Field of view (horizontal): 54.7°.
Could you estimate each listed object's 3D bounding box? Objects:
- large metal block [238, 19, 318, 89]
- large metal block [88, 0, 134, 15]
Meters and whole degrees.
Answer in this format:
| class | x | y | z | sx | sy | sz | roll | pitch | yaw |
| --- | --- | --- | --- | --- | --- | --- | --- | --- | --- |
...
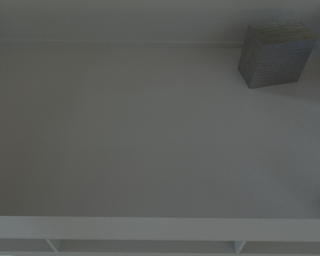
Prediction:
| class | x | y | z | sx | sy | sz | roll | pitch | yaw |
| --- | --- | --- | --- | --- | --- | --- | --- | --- | --- |
| large metal block | 0.171 | -0.110 | 0.464 | 0.081 | 0.080 | 0.050 | -9 | 51 | -8 |
| large metal block | -0.096 | -0.271 | 0.618 | 0.081 | 0.050 | 0.080 | 1 | 50 | 0 |
